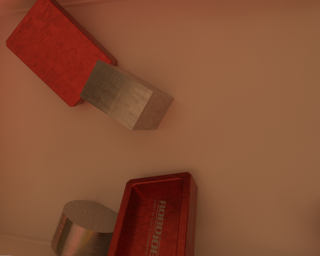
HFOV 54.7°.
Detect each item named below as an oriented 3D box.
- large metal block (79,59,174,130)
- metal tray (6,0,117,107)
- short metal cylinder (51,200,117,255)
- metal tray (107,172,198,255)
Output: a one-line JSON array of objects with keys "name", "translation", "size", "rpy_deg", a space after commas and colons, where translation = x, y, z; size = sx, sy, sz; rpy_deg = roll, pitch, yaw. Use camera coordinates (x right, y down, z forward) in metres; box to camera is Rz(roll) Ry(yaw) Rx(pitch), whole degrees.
[{"name": "large metal block", "translation": [-0.039, -0.039, 0.394], "size": [0.080, 0.080, 0.050], "rpy_deg": [32, 100, 17]}, {"name": "metal tray", "translation": [-0.137, -0.105, 0.436], "size": [0.130, 0.030, 0.090], "rpy_deg": [44, 104, -3]}, {"name": "short metal cylinder", "translation": [-0.097, 0.139, 0.414], "size": [0.080, 0.080, 0.050], "rpy_deg": [24, 98, 18]}, {"name": "metal tray", "translation": [-0.006, 0.116, 0.364], "size": [0.090, 0.130, 0.030], "rpy_deg": [-10, 130, 19]}]
